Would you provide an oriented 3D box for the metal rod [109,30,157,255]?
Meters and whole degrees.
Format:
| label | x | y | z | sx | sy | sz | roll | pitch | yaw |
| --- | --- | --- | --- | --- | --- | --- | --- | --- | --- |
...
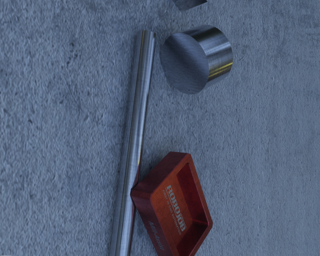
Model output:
| label | x | y | z | sx | sy | sz | roll | pitch | yaw |
| --- | --- | --- | --- | --- | --- | --- | --- | --- | --- |
| metal rod | -0.033 | 0.030 | 0.376 | 0.025 | 0.025 | 0.298 | 11 | 83 | -40 |

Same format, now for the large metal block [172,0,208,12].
| label | x | y | z | sx | sy | sz | roll | pitch | yaw |
| --- | --- | --- | --- | --- | --- | --- | --- | --- | --- |
| large metal block | 0.040 | -0.222 | 0.421 | 0.080 | 0.050 | 0.080 | 44 | 64 | -31 |

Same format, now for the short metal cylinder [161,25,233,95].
| label | x | y | z | sx | sy | sz | roll | pitch | yaw |
| --- | --- | --- | --- | --- | --- | --- | --- | --- | --- |
| short metal cylinder | 0.048 | -0.090 | 0.408 | 0.050 | 0.080 | 0.080 | -30 | 109 | -36 |

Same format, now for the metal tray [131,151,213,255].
| label | x | y | z | sx | sy | sz | roll | pitch | yaw |
| --- | --- | --- | --- | --- | --- | --- | --- | --- | --- |
| metal tray | 0.022 | 0.107 | 0.401 | 0.091 | 0.030 | 0.129 | -42 | 123 | -41 |
